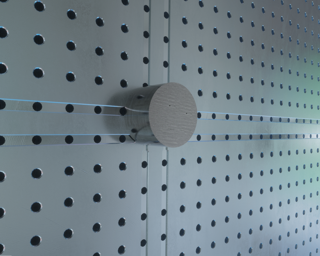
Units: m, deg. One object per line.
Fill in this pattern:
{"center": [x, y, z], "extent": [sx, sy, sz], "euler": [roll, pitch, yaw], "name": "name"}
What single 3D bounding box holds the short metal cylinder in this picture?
{"center": [0.002, -0.016, 0.396], "extent": [0.081, 0.050, 0.079], "euler": [0, 91, -40], "name": "short metal cylinder"}
